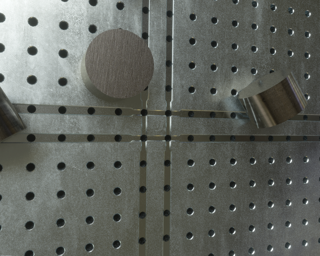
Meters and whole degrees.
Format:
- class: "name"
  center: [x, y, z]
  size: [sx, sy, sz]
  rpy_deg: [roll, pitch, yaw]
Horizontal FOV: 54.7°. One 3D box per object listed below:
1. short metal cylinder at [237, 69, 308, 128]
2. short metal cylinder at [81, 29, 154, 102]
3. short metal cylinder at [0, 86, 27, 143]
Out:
- class: "short metal cylinder"
  center: [0.159, -0.042, 0.442]
  size: [0.080, 0.080, 0.050]
  rpy_deg: [-35, 102, -17]
- class: "short metal cylinder"
  center: [-0.053, -0.074, 0.379]
  size: [0.081, 0.050, 0.079]
  rpy_deg: [0, 90, -20]
- class: "short metal cylinder"
  center: [-0.186, -0.001, 0.314]
  size: [0.080, 0.080, 0.050]
  rpy_deg: [-32, 101, -17]
